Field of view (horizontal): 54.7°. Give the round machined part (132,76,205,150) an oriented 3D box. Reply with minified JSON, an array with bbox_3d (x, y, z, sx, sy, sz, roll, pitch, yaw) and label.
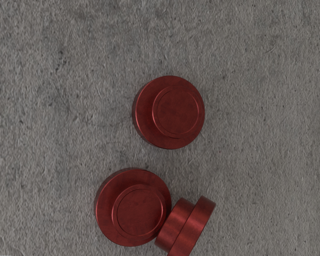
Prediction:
[{"bbox_3d":[0.016,-0.020,0.406,0.099,0.042,0.097,0,90,-20],"label":"round machined part"}]

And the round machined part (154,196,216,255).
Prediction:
[{"bbox_3d":[0.028,0.127,0.389,0.042,0.098,0.098,29,79,14],"label":"round machined part"}]

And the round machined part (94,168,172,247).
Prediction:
[{"bbox_3d":[-0.030,0.101,0.389,0.099,0.042,0.097,0,90,-20],"label":"round machined part"}]
